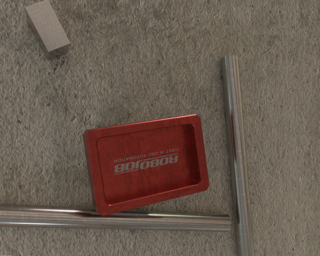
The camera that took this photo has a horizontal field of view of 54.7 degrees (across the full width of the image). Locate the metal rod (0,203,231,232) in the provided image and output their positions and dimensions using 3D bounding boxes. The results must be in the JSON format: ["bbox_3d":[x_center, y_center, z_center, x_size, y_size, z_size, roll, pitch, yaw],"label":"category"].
[{"bbox_3d":[-0.045,0.116,0.393,0.302,0.025,0.025,8,87,-20],"label":"metal rod"}]

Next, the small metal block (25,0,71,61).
[{"bbox_3d":[-0.126,-0.108,0.349,0.025,0.050,0.050,-29,100,-18],"label":"small metal block"}]

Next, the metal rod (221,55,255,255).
[{"bbox_3d":[0.114,0.046,0.452,0.025,0.025,0.298,-6,92,-20],"label":"metal rod"}]

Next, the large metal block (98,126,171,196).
[{"bbox_3d":[-0.033,0.038,0.384,0.081,0.050,0.079,2,90,-20],"label":"large metal block"}]

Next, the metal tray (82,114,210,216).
[{"bbox_3d":[-0.013,0.037,0.349,0.131,0.030,0.089,-9,93,-20],"label":"metal tray"}]
